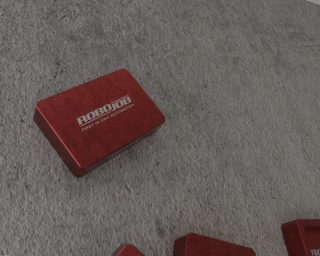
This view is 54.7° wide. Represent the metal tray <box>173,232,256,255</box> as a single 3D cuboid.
[{"bbox_3d":[0.055,0.184,0.318,0.091,0.030,0.130,20,54,-16],"label":"metal tray"}]

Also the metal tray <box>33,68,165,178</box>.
[{"bbox_3d":[-0.068,-0.012,0.371,0.131,0.030,0.090,-32,79,-38],"label":"metal tray"}]

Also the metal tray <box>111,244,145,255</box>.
[{"bbox_3d":[-0.038,0.174,0.250,0.090,0.030,0.130,43,67,2],"label":"metal tray"}]

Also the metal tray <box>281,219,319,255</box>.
[{"bbox_3d":[0.235,0.172,0.421,0.131,0.030,0.090,8,58,-24],"label":"metal tray"}]
